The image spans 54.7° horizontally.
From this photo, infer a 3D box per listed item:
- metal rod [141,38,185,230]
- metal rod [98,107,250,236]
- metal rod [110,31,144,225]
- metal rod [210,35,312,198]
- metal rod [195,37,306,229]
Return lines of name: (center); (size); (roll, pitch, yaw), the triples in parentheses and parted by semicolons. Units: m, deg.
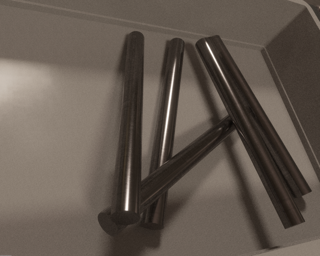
metal rod: (0.010, -0.015, 0.421); (0.025, 0.025, 0.300); (20, 54, -17)
metal rod: (0.043, 0.031, 0.386); (0.025, 0.025, 0.302); (51, 44, 7)
metal rod: (-0.033, -0.030, 0.366); (0.025, 0.025, 0.300); (18, 42, -19)
metal rod: (0.156, -0.029, 0.509); (0.025, 0.025, 0.299); (-13, 68, -34)
metal rod: (0.114, -0.011, 0.433); (0.025, 0.025, 0.299); (-3, 59, -30)
